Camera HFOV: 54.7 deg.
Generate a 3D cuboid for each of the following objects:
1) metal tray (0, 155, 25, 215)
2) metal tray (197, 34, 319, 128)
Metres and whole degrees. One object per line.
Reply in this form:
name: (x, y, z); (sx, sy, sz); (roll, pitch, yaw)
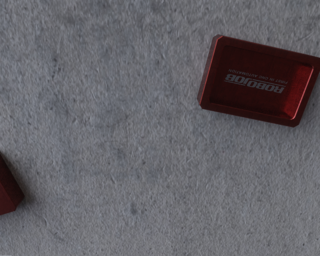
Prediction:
metal tray: (-0.274, 0.090, 0.436); (0.131, 0.030, 0.090); (-18, 109, 6)
metal tray: (0.121, -0.058, 0.387); (0.131, 0.030, 0.089); (11, 110, -5)
